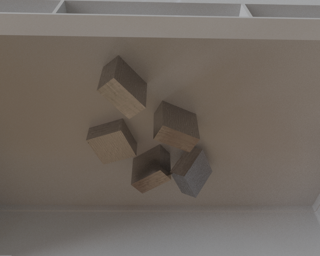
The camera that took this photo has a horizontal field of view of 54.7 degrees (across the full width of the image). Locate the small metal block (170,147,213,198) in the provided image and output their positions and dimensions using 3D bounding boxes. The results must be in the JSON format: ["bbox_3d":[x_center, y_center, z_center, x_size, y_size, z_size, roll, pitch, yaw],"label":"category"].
[{"bbox_3d":[0.046,0.063,0.444,0.025,0.050,0.050,12,142,40],"label":"small metal block"}]

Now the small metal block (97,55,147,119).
[{"bbox_3d":[-0.041,-0.047,0.352,0.025,0.050,0.050,-32,124,24],"label":"small metal block"}]

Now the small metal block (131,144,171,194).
[{"bbox_3d":[-0.012,0.058,0.442,0.050,0.050,0.025,-30,124,22],"label":"small metal block"}]

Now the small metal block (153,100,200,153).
[{"bbox_3d":[0.020,-0.002,0.391,0.050,0.050,0.025,21,127,-17],"label":"small metal block"}]

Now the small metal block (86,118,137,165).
[{"bbox_3d":[-0.065,0.019,0.425,0.050,0.025,0.050,-16,129,12],"label":"small metal block"}]
